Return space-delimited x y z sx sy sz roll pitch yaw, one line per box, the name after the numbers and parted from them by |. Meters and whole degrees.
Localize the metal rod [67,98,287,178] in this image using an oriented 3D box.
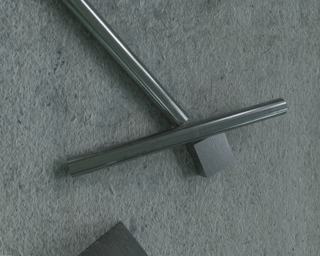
0.033 0.009 0.407 0.302 0.025 0.025 -16 96 -14 | metal rod

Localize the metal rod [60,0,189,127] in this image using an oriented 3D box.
-0.069 -0.116 0.384 0.025 0.025 0.300 -46 105 -14 | metal rod

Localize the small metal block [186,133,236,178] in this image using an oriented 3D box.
0.072 0.035 0.437 0.050 0.025 0.050 -26 99 -19 | small metal block

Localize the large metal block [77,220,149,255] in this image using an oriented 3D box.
-0.055 0.164 0.361 0.080 0.080 0.050 -37 102 -17 | large metal block
